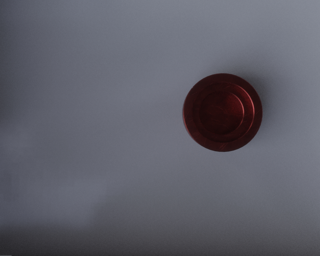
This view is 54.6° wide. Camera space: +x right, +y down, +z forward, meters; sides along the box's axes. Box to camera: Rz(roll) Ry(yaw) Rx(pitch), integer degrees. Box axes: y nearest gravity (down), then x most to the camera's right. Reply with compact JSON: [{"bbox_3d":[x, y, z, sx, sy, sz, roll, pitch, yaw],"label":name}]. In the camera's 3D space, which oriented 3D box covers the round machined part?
[{"bbox_3d":[0.078,-0.019,0.403,0.099,0.042,0.097,0,90,0],"label":"round machined part"}]
